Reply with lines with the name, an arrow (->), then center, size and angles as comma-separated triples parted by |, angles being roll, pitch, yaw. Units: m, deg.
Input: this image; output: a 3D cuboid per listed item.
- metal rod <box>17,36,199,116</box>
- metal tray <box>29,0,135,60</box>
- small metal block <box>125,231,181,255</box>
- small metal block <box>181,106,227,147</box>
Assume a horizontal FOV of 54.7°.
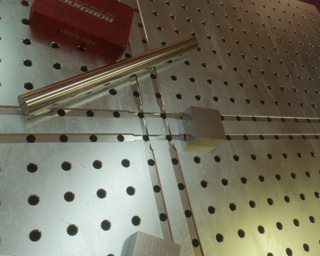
metal rod -> -0.048, -0.084, 0.434 | 0.302, 0.025, 0.025 | -30, 79, -38
metal tray -> -0.108, -0.161, 0.446 | 0.131, 0.030, 0.090 | 18, 55, -18
small metal block -> -0.010, 0.141, 0.318 | 0.050, 0.025, 0.050 | 24, 53, -14
small metal block -> 0.063, -0.001, 0.445 | 0.050, 0.025, 0.050 | 6, 59, -26
